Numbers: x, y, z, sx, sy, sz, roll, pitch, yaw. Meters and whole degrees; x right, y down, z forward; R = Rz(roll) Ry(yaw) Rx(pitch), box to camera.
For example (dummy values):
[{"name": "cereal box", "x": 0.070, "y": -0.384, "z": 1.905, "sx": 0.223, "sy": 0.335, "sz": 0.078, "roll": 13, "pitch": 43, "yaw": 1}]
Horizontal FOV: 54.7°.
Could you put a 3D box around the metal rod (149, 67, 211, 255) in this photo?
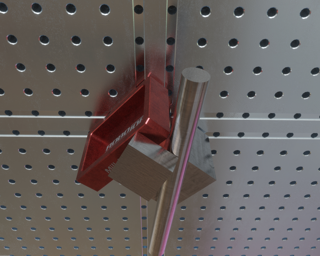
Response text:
[{"name": "metal rod", "x": 0.013, "y": 0.066, "z": 0.363, "sx": 0.025, "sy": 0.025, "sz": 0.298, "roll": 5, "pitch": 130, "yaw": -5}]

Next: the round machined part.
[{"name": "round machined part", "x": -0.022, "y": 0.027, "z": 0.392, "sx": 0.042, "sy": 0.098, "sz": 0.098, "roll": 35, "pitch": 122, "yaw": -26}]

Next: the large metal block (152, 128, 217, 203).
[{"name": "large metal block", "x": 0.022, "y": 0.047, "z": 0.412, "sx": 0.050, "sy": 0.080, "sz": 0.080, "roll": 36, "pitch": 121, "yaw": -27}]

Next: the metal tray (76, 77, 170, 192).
[{"name": "metal tray", "x": -0.045, "y": 0.008, "z": 0.375, "sx": 0.030, "sy": 0.090, "sz": 0.130, "roll": 36, "pitch": 121, "yaw": -27}]

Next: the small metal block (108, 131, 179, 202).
[{"name": "small metal block", "x": -0.017, "y": 0.040, "z": 0.317, "sx": 0.050, "sy": 0.025, "sz": 0.050, "roll": 33, "pitch": 123, "yaw": -3}]
